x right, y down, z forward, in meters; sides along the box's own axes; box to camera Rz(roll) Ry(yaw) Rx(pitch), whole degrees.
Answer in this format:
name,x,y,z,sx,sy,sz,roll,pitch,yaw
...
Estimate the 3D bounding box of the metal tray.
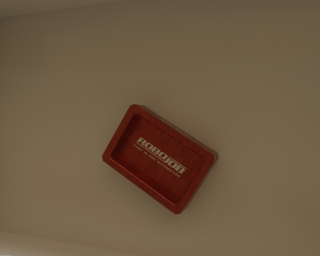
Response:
name,x,y,z,sx,sy,sz,roll,pitch,yaw
metal tray,-0.002,0.038,0.408,0.130,0.030,0.090,33,101,17
